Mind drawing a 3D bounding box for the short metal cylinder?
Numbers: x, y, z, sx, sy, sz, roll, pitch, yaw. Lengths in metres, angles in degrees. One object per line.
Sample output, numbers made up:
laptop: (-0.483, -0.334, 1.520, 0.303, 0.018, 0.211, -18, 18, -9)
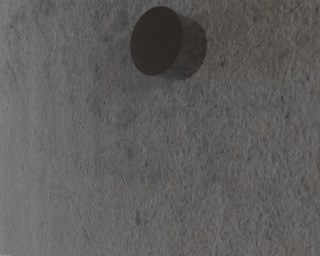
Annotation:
short metal cylinder: (0.010, -0.101, 0.379, 0.080, 0.050, 0.079, 0, 90, 39)
